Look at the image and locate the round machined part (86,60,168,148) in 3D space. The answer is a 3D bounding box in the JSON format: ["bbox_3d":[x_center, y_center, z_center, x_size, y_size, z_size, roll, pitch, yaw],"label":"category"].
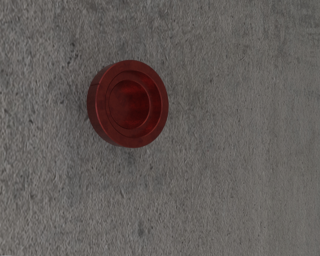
[{"bbox_3d":[-0.040,-0.027,0.359,0.099,0.042,0.097,0,90,-40],"label":"round machined part"}]
